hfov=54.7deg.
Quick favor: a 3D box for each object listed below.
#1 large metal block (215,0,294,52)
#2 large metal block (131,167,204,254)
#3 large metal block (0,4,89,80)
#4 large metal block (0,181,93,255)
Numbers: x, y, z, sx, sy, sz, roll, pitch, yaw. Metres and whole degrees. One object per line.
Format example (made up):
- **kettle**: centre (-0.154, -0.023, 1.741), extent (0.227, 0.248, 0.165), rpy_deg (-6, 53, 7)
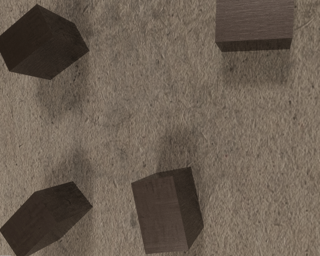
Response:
- **large metal block**: centre (0.109, -0.135, 0.357), extent (0.080, 0.050, 0.079), rpy_deg (2, 91, 19)
- **large metal block**: centre (0.012, 0.095, 0.375), extent (0.050, 0.080, 0.080), rpy_deg (-13, 86, 19)
- **large metal block**: centre (-0.163, -0.115, 0.435), extent (0.080, 0.080, 0.050), rpy_deg (-31, 80, 17)
- **large metal block**: centre (-0.156, 0.126, 0.433), extent (0.080, 0.080, 0.050), rpy_deg (-45, 76, 14)
